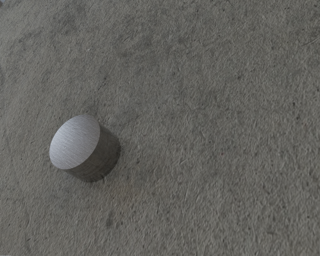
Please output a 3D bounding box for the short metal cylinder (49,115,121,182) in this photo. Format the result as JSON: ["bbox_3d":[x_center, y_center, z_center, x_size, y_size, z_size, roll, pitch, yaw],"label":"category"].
[{"bbox_3d":[-0.102,0.028,0.425,0.080,0.050,0.080,-13,56,21],"label":"short metal cylinder"}]
